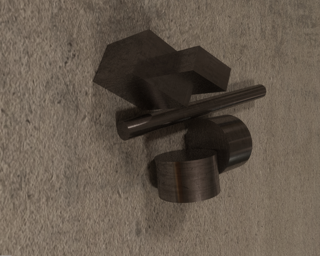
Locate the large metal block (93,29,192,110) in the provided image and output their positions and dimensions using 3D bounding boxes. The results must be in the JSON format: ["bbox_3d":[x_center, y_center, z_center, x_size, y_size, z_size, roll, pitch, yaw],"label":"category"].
[{"bbox_3d":[-0.016,-0.061,0.357,0.080,0.080,0.050,29,72,-37],"label":"large metal block"}]

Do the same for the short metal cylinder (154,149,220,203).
[{"bbox_3d":[0.035,0.059,0.401,0.081,0.080,0.050,-11,97,-40],"label":"short metal cylinder"}]

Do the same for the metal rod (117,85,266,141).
[{"bbox_3d":[0.068,-0.032,0.464,0.302,0.025,0.025,-17,101,-39],"label":"metal rod"}]

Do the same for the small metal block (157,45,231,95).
[{"bbox_3d":[0.035,-0.056,0.315,0.050,0.050,0.025,23,76,-38],"label":"small metal block"}]

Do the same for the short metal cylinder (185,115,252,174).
[{"bbox_3d":[0.082,0.023,0.441,0.050,0.080,0.079,-11,97,-40],"label":"short metal cylinder"}]
